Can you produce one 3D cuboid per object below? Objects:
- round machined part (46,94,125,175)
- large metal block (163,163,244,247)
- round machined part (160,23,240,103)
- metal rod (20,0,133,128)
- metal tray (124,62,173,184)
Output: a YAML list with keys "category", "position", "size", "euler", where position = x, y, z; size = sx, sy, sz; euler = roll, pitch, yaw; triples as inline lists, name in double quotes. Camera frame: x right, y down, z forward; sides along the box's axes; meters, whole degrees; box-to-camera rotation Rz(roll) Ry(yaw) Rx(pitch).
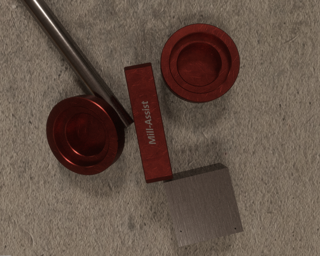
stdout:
- category: "round machined part"
  position: [-0.088, 0.006, 0.389]
  size: [0.098, 0.042, 0.097]
  euler: [5, 106, 18]
- category: "large metal block"
  position: [0.052, 0.095, 0.398]
  size: [0.080, 0.050, 0.080]
  euler: [-14, 90, -1]
- category: "round machined part"
  position: [0.050, -0.081, 0.402]
  size: [0.099, 0.042, 0.097]
  euler: [0, 90, -1]
- category: "metal rod"
  position: [-0.133, -0.121, 0.408]
  size: [0.025, 0.025, 0.299]
  euler: [-37, 90, 0]
- category: "metal tray"
  position: [-0.012, -0.006, 0.377]
  size: [0.030, 0.090, 0.129]
  euler: [-11, 90, 0]
